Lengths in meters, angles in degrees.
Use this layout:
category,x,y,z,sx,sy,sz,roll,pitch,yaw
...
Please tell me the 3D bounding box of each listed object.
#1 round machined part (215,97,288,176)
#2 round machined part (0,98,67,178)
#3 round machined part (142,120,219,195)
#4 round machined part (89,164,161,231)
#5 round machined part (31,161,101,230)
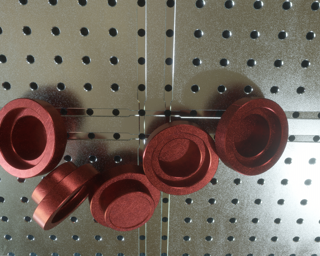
category,x,y,z,sx,sy,sz,roll,pitch,yaw
round machined part,0.112,0.008,0.397,0.099,0.042,0.097,-5,103,-23
round machined part,-0.159,0.012,0.393,0.098,0.042,0.097,0,91,20
round machined part,0.026,0.037,0.415,0.099,0.042,0.097,-2,106,-5
round machined part,-0.045,0.102,0.425,0.099,0.042,0.097,-10,121,-17
round machined part,-0.127,0.082,0.408,0.042,0.098,0.098,41,106,9
